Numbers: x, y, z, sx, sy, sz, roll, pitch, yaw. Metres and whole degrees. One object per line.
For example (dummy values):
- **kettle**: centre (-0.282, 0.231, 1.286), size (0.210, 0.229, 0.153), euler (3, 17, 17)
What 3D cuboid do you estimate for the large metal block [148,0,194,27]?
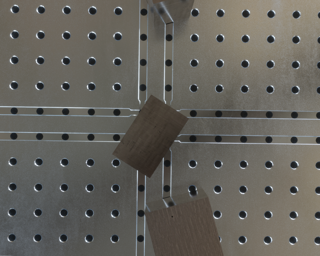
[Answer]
- **large metal block**: centre (0.006, -0.184, 0.386), size (0.050, 0.080, 0.080), euler (-15, 90, 0)

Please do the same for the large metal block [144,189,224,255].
- **large metal block**: centre (0.030, 0.132, 0.401), size (0.080, 0.050, 0.080), euler (-14, 90, -1)

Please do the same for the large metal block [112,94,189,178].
- **large metal block**: centre (-0.011, 0.009, 0.386), size (0.050, 0.080, 0.080), euler (33, 90, -1)
